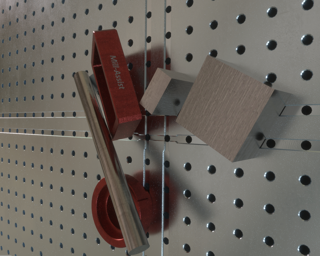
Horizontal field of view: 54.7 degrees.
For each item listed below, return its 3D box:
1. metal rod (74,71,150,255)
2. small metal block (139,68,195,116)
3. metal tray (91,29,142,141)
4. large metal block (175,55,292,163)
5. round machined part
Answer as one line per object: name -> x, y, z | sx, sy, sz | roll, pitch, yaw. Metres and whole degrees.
metal rod -> -0.077, 0.025, 0.430 | 0.025, 0.025, 0.299 | -48, 50, 29
small metal block -> 0.010, -0.043, 0.383 | 0.025, 0.050, 0.050 | 43, 116, 31
metal tray -> -0.064, -0.056, 0.426 | 0.090, 0.030, 0.129 | 128, 127, -67
large metal block -> 0.076, -0.021, 0.329 | 0.080, 0.050, 0.079 | 38, 113, 33
round machined part -> -0.049, 0.113, 0.436 | 0.098, 0.042, 0.097 | 0, 90, 39
